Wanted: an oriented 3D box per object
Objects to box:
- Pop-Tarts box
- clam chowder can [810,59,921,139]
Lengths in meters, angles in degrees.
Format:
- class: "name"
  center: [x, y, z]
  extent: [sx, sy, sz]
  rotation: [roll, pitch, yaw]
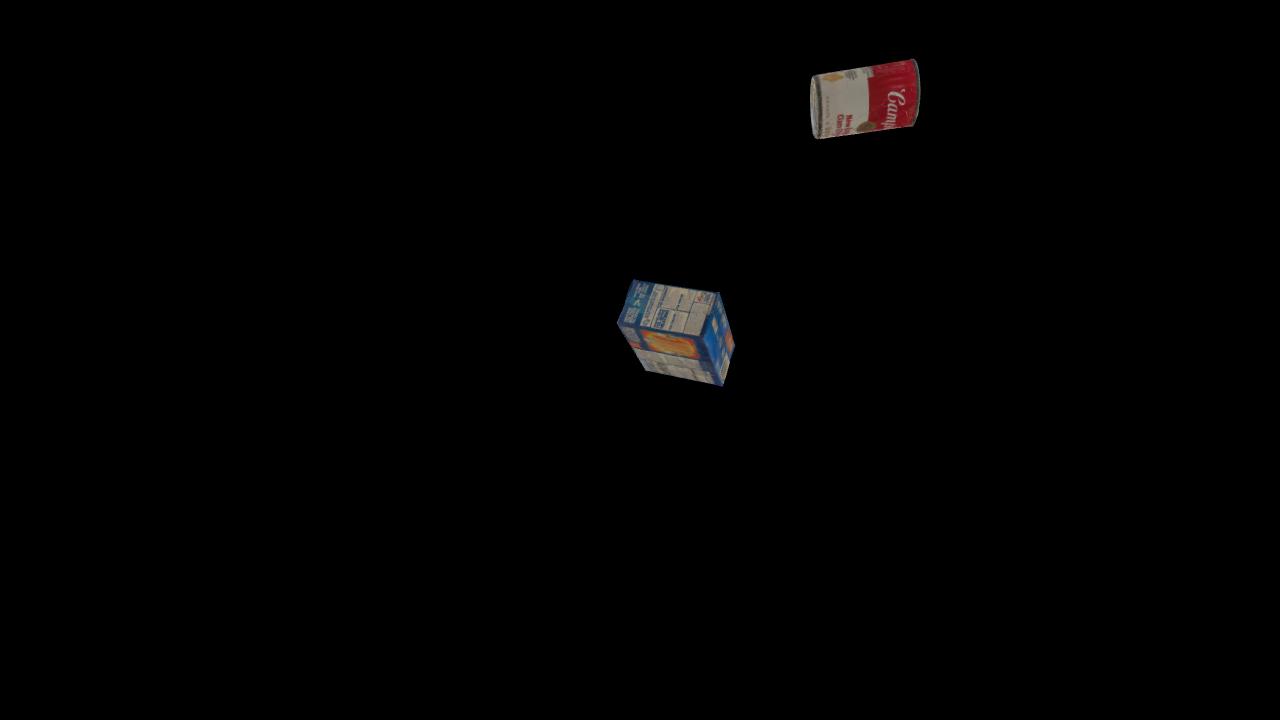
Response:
- class: "Pop-Tarts box"
  center: [0.062, -0.040, 0.966]
  extent: [0.141, 0.083, 0.167]
  rotation: [11, -23, 23]
- class: "clam chowder can"
  center: [0.239, -0.279, 0.661]
  extent: [0.102, 0.068, 0.068]
  rotation: [-4, -1, 10]
